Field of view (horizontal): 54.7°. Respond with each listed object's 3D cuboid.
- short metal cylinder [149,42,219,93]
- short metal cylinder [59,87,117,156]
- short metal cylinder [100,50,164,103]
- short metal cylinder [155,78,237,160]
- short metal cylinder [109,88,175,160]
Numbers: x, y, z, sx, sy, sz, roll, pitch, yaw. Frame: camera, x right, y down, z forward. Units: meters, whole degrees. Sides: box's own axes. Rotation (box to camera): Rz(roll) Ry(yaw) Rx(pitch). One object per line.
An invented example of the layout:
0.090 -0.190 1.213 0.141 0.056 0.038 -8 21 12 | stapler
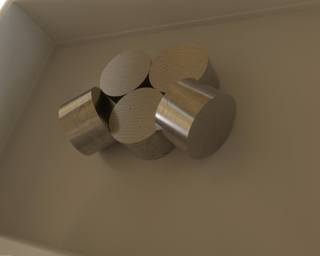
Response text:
0.033 -0.066 0.411 0.080 0.050 0.080 -13 56 21 | short metal cylinder
-0.090 -0.009 0.422 0.050 0.080 0.080 -27 52 11 | short metal cylinder
-0.039 -0.066 0.449 0.080 0.050 0.080 -13 56 21 | short metal cylinder
0.041 -0.011 0.353 0.050 0.080 0.080 33 81 38 | short metal cylinder
-0.018 -0.005 0.400 0.080 0.050 0.080 -13 56 21 | short metal cylinder
